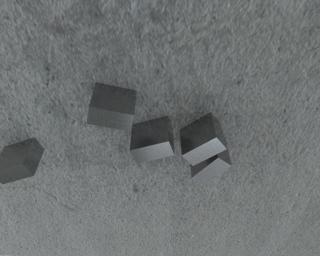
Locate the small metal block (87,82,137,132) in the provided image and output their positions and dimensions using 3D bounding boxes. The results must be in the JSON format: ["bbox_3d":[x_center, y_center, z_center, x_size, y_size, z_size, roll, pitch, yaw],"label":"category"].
[{"bbox_3d":[-0.056,-0.026,0.368,0.050,0.050,0.025,11,129,-10],"label":"small metal block"}]

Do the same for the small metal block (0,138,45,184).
[{"bbox_3d":[-0.195,0.045,0.426,0.050,0.050,0.025,-16,129,12],"label":"small metal block"}]

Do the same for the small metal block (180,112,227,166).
[{"bbox_3d":[0.055,0.014,0.404,0.050,0.050,0.025,-30,124,23],"label":"small metal block"}]

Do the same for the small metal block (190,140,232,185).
[{"bbox_3d":[0.068,0.042,0.428,0.025,0.050,0.050,31,123,-24],"label":"small metal block"}]

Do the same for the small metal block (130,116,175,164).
[{"bbox_3d":[-0.010,0.015,0.403,0.050,0.050,0.025,-14,129,11],"label":"small metal block"}]
